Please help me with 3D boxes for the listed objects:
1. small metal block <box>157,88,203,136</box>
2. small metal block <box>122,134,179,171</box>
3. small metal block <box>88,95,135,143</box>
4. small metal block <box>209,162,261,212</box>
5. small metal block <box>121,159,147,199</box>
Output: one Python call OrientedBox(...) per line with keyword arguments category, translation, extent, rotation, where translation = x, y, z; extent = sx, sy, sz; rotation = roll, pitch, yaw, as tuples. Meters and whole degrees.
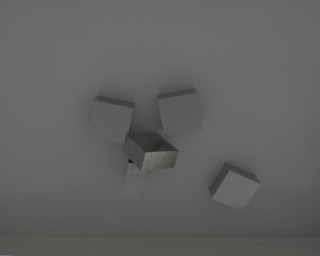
OrientedBox(category="small metal block", translation=(0.026, -0.021, 0.404), extent=(0.050, 0.025, 0.050), rotation=(-10, 110, 3))
OrientedBox(category="small metal block", translation=(-0.013, 0.030, 0.399), extent=(0.050, 0.050, 0.025), rotation=(0, 114, -36))
OrientedBox(category="small metal block", translation=(-0.063, -0.011, 0.406), extent=(0.050, 0.025, 0.050), rotation=(11, 110, -5))
OrientedBox(category="small metal block", translation=(0.106, 0.084, 0.444), extent=(0.050, 0.025, 0.050), rotation=(24, 108, -9))
OrientedBox(category="small metal block", translation=(-0.033, 0.060, 0.420), extent=(0.025, 0.050, 0.050), rotation=(12, 110, -5))
